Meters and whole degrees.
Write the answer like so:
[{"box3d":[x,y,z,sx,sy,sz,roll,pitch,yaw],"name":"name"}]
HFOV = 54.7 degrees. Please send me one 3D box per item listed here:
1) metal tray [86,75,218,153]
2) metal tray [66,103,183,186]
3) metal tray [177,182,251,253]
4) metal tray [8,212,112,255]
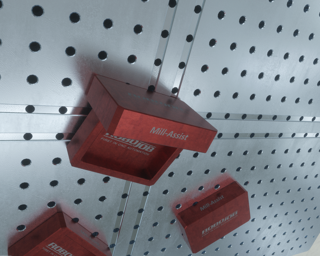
[{"box3d":[-0.009,-0.015,0.356,0.131,0.090,0.030,13,112,-34],"name":"metal tray"},{"box3d":[-0.038,0.021,0.393,0.131,0.030,0.090,23,112,-38],"name":"metal tray"},{"box3d":[0.102,0.165,0.568,0.131,0.030,0.090,-27,128,-12],"name":"metal tray"},{"box3d":[-0.138,0.188,0.449,0.090,0.030,0.130,-37,130,-4],"name":"metal tray"}]
